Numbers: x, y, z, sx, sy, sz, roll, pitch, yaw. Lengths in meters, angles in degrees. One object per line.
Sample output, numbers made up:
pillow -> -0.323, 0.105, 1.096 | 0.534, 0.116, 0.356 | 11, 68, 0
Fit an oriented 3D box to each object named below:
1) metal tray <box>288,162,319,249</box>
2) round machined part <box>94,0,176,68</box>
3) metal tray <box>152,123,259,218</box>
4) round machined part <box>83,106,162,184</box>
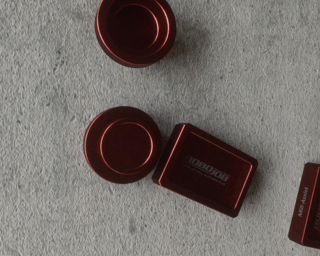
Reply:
metal tray -> 0.268, 0.130, 0.508 | 0.091, 0.030, 0.129 | 18, 84, -20
round machined part -> -0.033, -0.124, 0.389 | 0.099, 0.042, 0.097 | 0, 90, -21
metal tray -> 0.065, 0.059, 0.431 | 0.131, 0.030, 0.090 | 27, 81, -18
round machined part -> -0.043, 0.021, 0.385 | 0.099, 0.042, 0.097 | 0, 90, -21
